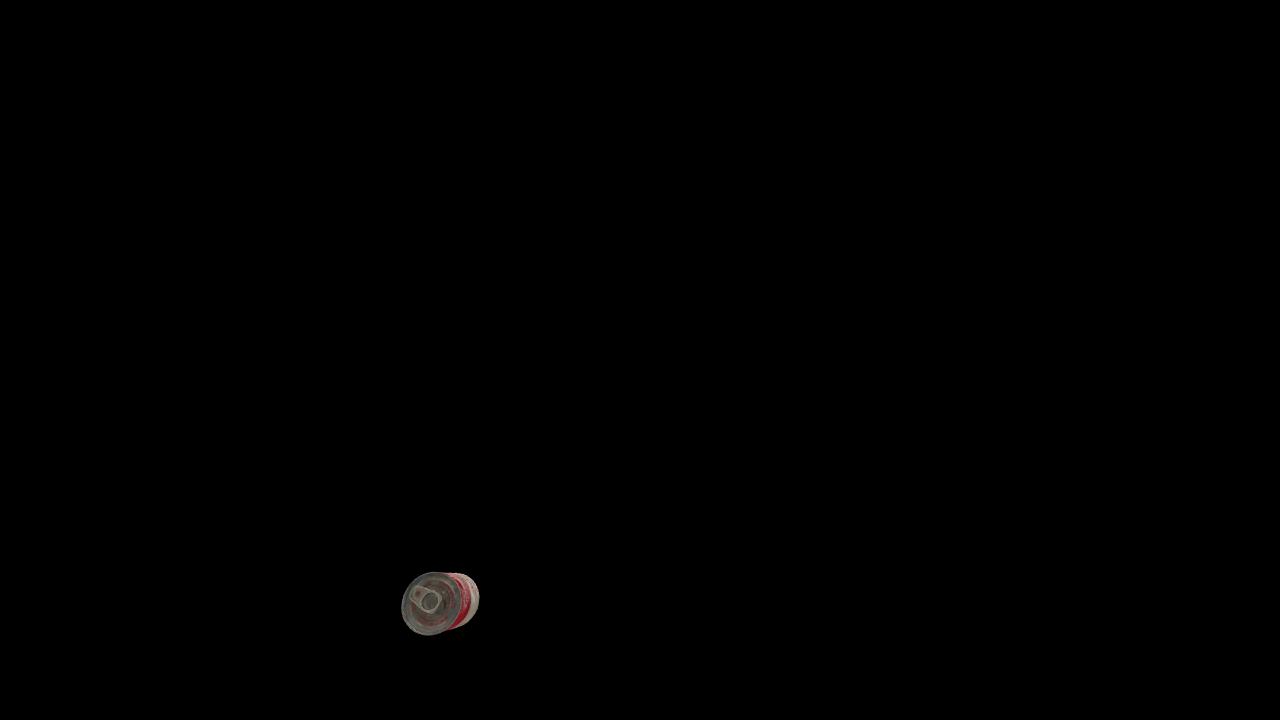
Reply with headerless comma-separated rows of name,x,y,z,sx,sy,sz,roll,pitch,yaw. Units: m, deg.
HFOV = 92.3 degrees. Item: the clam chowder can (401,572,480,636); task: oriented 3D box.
clam chowder can,-0.237,0.291,0.741,0.068,0.068,0.102,0,-20,-2
